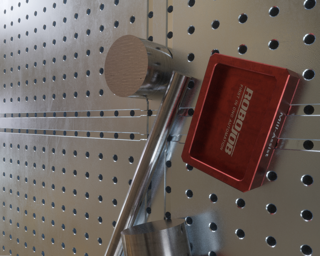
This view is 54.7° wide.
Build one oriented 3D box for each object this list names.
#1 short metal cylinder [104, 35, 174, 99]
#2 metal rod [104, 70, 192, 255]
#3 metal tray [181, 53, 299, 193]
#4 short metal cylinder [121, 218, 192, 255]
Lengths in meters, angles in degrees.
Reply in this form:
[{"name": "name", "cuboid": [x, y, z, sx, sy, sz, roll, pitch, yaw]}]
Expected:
[{"name": "short metal cylinder", "cuboid": [-0.029, -0.080, 0.417, 0.080, 0.050, 0.079, 0, 90, 40]}, {"name": "metal rod", "cuboid": [-0.023, 0.066, 0.428, 0.025, 0.025, 0.298, 33, 110, 35]}, {"name": "metal tray", "cuboid": [0.082, -0.008, 0.338, 0.090, 0.030, 0.129, 24, 105, 37]}, {"name": "short metal cylinder", "cuboid": [-0.004, 0.145, 0.377, 0.080, 0.081, 0.050, -17, 79, 39]}]
